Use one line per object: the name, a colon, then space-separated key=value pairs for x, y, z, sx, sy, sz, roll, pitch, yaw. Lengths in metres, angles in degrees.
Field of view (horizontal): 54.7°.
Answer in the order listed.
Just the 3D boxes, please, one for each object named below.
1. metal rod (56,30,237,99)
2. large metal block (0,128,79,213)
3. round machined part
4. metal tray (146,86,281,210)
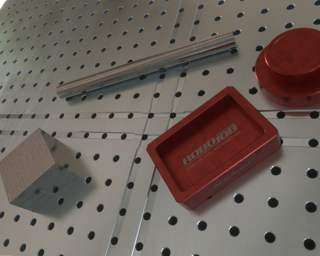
metal rod: x=-0.033 y=-0.093 z=0.482 sx=0.301 sy=0.025 sz=0.025 roll=-13 pitch=56 yaw=21
large metal block: x=-0.177 y=0.061 z=0.448 sx=0.080 sy=0.050 sz=0.080 roll=-42 pitch=51 yaw=0
round machined part: x=0.161 y=-0.077 z=0.360 sx=0.098 sy=0.042 sz=0.098 roll=-13 pitch=56 yaw=21
metal tray: x=0.058 y=0.021 z=0.361 sx=0.130 sy=0.030 sz=0.090 roll=-36 pitch=51 yaw=3
